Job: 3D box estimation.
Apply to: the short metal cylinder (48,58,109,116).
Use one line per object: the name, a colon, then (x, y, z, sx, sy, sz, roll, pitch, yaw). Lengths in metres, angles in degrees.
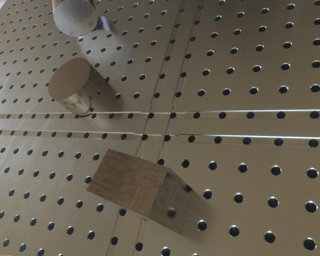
short metal cylinder: (-0.132, -0.066, 0.502, 0.080, 0.050, 0.080, -13, 56, 21)

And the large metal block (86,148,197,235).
large metal block: (-0.017, 0.070, 0.339, 0.080, 0.080, 0.050, 13, 69, 33)

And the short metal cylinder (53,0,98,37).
short metal cylinder: (-0.164, -0.226, 0.598, 0.080, 0.080, 0.050, -28, 52, 11)
